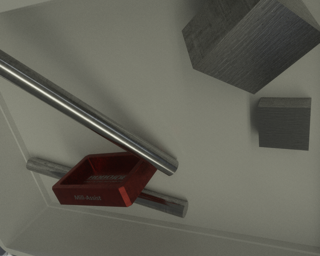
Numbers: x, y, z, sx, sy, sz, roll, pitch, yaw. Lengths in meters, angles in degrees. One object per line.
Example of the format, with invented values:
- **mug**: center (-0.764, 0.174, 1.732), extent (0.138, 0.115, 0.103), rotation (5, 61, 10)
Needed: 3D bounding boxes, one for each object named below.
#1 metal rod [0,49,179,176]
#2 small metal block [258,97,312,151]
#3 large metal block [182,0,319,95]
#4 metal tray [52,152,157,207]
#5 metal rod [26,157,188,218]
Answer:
- **metal rod**: center (-0.097, -0.020, 0.375), extent (0.301, 0.025, 0.025), rotation (34, 133, -24)
- **small metal block**: center (0.134, -0.005, 0.334), extent (0.050, 0.025, 0.050), rotation (3, 120, 26)
- **large metal block**: center (0.079, -0.083, 0.273), extent (0.081, 0.050, 0.080), rotation (15, 139, -33)
- **metal tray**: center (-0.079, 0.072, 0.450), extent (0.130, 0.090, 0.030), rotation (-6, 115, 31)
- **metal rod**: center (-0.099, 0.094, 0.517), extent (0.301, 0.025, 0.025), rotation (12, 123, 21)
